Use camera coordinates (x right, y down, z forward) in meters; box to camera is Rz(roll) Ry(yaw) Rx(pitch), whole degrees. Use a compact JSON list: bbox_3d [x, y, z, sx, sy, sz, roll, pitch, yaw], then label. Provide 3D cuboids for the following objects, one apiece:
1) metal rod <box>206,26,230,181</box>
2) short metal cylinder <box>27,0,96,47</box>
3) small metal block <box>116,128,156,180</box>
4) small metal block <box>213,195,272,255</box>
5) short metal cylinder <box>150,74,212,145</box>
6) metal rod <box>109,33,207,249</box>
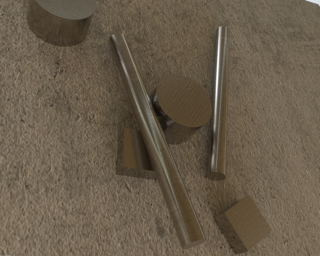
[{"bbox_3d":[0.095,-0.058,0.489,0.025,0.025,0.300,21,54,-16],"label":"metal rod"},{"bbox_3d":[-0.131,-0.156,0.412,0.081,0.050,0.080,14,56,-21],"label":"short metal cylinder"},{"bbox_3d":[-0.024,0.032,0.372,0.050,0.025,0.050,12,57,-22],"label":"small metal block"},{"bbox_3d":[0.103,0.120,0.386,0.050,0.025,0.050,-21,73,-36],"label":"small metal block"},{"bbox_3d":[0.022,-0.024,0.414,0.081,0.050,0.080,14,56,-21],"label":"short metal cylinder"},{"bbox_3d":[-0.015,-0.009,0.370,0.025,0.025,0.299,-2,53,-29],"label":"metal rod"}]
